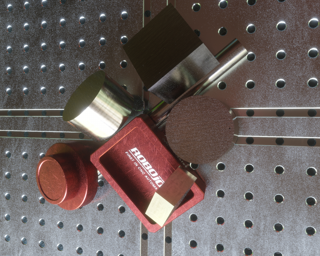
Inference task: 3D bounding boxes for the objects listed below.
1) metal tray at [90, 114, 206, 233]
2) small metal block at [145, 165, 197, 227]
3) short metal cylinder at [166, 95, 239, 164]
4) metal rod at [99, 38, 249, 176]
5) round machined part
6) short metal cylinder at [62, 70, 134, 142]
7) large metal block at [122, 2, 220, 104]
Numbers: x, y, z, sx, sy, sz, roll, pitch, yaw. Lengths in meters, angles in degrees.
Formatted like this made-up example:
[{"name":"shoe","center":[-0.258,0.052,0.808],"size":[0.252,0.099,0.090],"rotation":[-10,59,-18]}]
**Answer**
[{"name":"metal tray","center":[-0.015,0.058,0.400],"size":[0.090,0.030,0.130],"rotation":[-39,90,16]},{"name":"small metal block","center":[0.013,0.080,0.363],"size":[0.025,0.050,0.050],"rotation":[36,137,14]},{"name":"short metal cylinder","center":[0.053,0.002,0.380],"size":[0.080,0.050,0.079],"rotation":[0,90,20]},{"name":"metal rod","center":[-0.012,-0.009,0.418],"size":[0.300,0.025,0.025],"rotation":[-39,78,16]},{"name":"round machined part","center":[-0.137,0.069,0.438],"size":[0.098,0.042,0.097],"rotation":[5,99,35]},{"name":"short metal cylinder","center":[-0.081,-0.028,0.406],"size":[0.080,0.050,0.080],"rotation":[-31,37,27]},{"name":"large metal block","center":[0.012,-0.090,0.383],"size":[0.080,0.050,0.080],"rotation":[-39,58,16]}]
